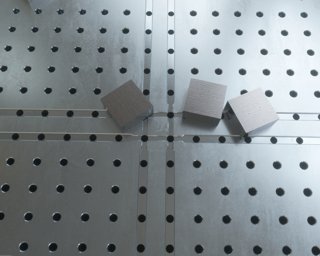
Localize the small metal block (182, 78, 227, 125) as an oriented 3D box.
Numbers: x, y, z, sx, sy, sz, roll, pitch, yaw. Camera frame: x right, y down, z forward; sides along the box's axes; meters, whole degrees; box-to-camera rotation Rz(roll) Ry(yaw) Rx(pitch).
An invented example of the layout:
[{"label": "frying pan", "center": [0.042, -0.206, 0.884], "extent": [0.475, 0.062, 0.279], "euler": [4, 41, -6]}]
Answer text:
[{"label": "small metal block", "center": [0.061, -0.036, 0.425], "extent": [0.050, 0.025, 0.050], "euler": [13, 70, 4]}]

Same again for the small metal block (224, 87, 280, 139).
[{"label": "small metal block", "center": [0.123, -0.020, 0.420], "extent": [0.050, 0.025, 0.050], "euler": [-23, 72, -8]}]

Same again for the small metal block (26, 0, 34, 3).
[{"label": "small metal block", "center": [-0.209, -0.237, 0.497], "extent": [0.050, 0.025, 0.050], "euler": [-43, 76, -14]}]

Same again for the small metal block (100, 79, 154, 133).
[{"label": "small metal block", "center": [-0.044, -0.030, 0.423], "extent": [0.050, 0.025, 0.050], "euler": [-35, 74, -12]}]
